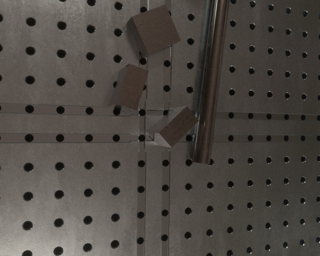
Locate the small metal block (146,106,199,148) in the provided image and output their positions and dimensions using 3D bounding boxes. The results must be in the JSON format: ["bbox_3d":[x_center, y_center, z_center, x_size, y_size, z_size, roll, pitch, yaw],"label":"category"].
[{"bbox_3d":[0.015,-0.002,0.406,0.050,0.050,0.025,-44,104,-15],"label":"small metal block"}]

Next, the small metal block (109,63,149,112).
[{"bbox_3d":[-0.040,-0.048,0.385,0.025,0.050,0.050,18,84,-20],"label":"small metal block"}]

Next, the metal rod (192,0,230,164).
[{"bbox_3d":[0.077,-0.099,0.442,0.025,0.025,0.298,8,87,-20],"label":"metal rod"}]

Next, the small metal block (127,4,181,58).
[{"bbox_3d":[-0.008,-0.128,0.410,0.050,0.025,0.050,-28,99,-18],"label":"small metal block"}]
